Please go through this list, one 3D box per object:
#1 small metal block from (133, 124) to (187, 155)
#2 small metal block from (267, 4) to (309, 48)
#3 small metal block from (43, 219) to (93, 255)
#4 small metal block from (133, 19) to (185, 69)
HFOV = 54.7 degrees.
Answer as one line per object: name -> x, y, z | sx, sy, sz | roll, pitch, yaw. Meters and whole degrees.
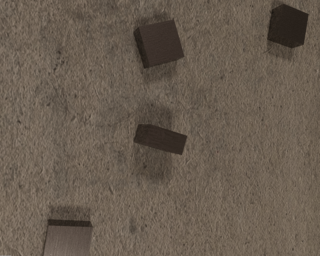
small metal block -> -0.001, 0.014, 0.396 | 0.050, 0.050, 0.025 | 18, 84, -20
small metal block -> 0.200, -0.158, 0.485 | 0.050, 0.025, 0.050 | 12, 86, -20
small metal block -> -0.111, 0.138, 0.369 | 0.050, 0.025, 0.050 | 9, 87, -20
small metal block -> -0.001, -0.110, 0.409 | 0.050, 0.025, 0.050 | -19, 97, -19
